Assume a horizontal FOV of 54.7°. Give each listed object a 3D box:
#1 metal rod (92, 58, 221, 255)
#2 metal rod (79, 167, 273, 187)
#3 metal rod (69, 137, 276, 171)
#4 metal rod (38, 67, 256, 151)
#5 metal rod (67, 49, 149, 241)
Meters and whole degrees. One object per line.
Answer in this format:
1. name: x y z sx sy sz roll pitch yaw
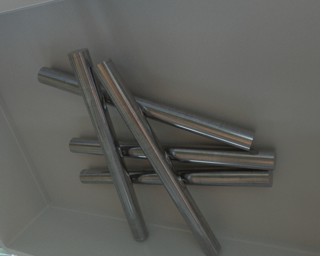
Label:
1. metal rod: 0.003 0.049 0.401 0.025 0.025 0.299 -19 109 35
2. metal rod: 0.003 0.070 0.447 0.300 0.025 0.025 -5 116 30
3. metal rod: -0.001 0.032 0.425 0.301 0.025 0.025 2 119 26
4. metal rod: -0.030 -0.030 0.402 0.301 0.025 0.025 18 126 17
5. metal rod: -0.064 0.040 0.430 0.025 0.025 0.298 0 119 28
